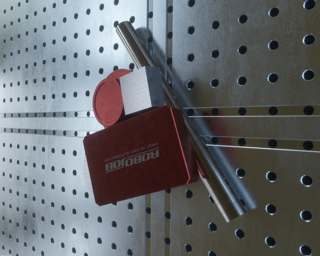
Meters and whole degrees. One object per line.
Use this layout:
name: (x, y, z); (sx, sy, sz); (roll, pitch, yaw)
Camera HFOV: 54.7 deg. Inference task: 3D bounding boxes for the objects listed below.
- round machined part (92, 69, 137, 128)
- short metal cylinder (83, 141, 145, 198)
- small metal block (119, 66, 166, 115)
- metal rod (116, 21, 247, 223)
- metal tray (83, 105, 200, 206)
round machined part: (-0.059, -0.036, 0.440); (0.098, 0.042, 0.097); (0, 90, 41)
short metal cylinder: (-0.064, 0.057, 0.440); (0.080, 0.050, 0.079); (0, 90, 40)
small metal block: (-0.022, -0.046, 0.392); (0.050, 0.025, 0.050); (-14, 84, 44)
metal rod: (0.016, -0.024, 0.392); (0.025, 0.025, 0.299); (-43, 64, 31)
metal tray: (-0.027, 0.036, 0.373); (0.130, 0.030, 0.090); (-20, 78, 25)
